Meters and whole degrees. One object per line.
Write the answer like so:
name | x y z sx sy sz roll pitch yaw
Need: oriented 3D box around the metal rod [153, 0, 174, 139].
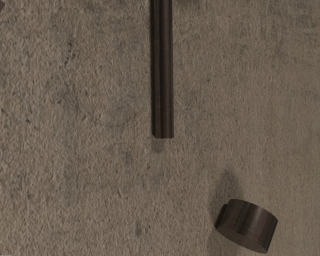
metal rod | 0.004 -0.136 0.409 0.025 0.025 0.298 -1 91 -40

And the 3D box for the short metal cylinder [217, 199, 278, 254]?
short metal cylinder | 0.137 0.154 0.487 0.080 0.080 0.050 45 63 -31

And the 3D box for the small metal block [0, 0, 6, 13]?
small metal block | -0.171 -0.098 0.262 0.050 0.025 0.050 31 71 -36
